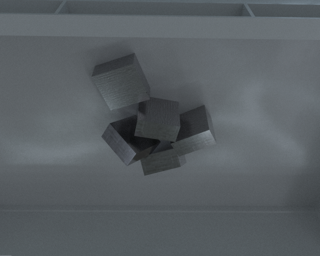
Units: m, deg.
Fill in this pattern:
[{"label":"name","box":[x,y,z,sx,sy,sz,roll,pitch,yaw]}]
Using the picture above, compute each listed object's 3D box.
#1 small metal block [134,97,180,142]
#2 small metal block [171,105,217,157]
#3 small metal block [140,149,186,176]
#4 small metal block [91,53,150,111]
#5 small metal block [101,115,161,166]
[{"label":"small metal block","box":[-0.003,-0.012,0.382,0.050,0.050,0.025,9,130,-8]},{"label":"small metal block","box":[0.041,0.003,0.395,0.050,0.050,0.025,-21,127,16]},{"label":"small metal block","box":[0.006,0.044,0.428,0.050,0.050,0.025,-16,86,13]},{"label":"small metal block","box":[-0.044,-0.053,0.363,0.050,0.025,0.050,-15,129,12]},{"label":"small metal block","box":[-0.036,0.014,0.391,0.050,0.050,0.025,47,125,15]}]
